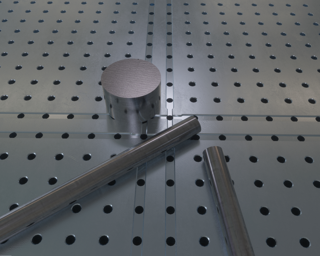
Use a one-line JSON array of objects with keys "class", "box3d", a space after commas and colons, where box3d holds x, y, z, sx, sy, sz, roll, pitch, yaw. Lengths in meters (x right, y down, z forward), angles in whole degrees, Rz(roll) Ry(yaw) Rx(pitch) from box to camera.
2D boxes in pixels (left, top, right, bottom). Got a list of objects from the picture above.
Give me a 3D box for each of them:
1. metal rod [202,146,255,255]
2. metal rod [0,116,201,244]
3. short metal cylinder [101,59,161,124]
[{"class": "metal rod", "box3d": [0.083, 0.144, 0.287, 0.025, 0.025, 0.300, -5, 50, -4]}, {"class": "metal rod", "box3d": [-0.078, 0.060, 0.356, 0.302, 0.025, 0.025, -27, 55, -22]}, {"class": "short metal cylinder", "box3d": [-0.039, -0.053, 0.435, 0.081, 0.050, 0.080, 0, 50, 0]}]
